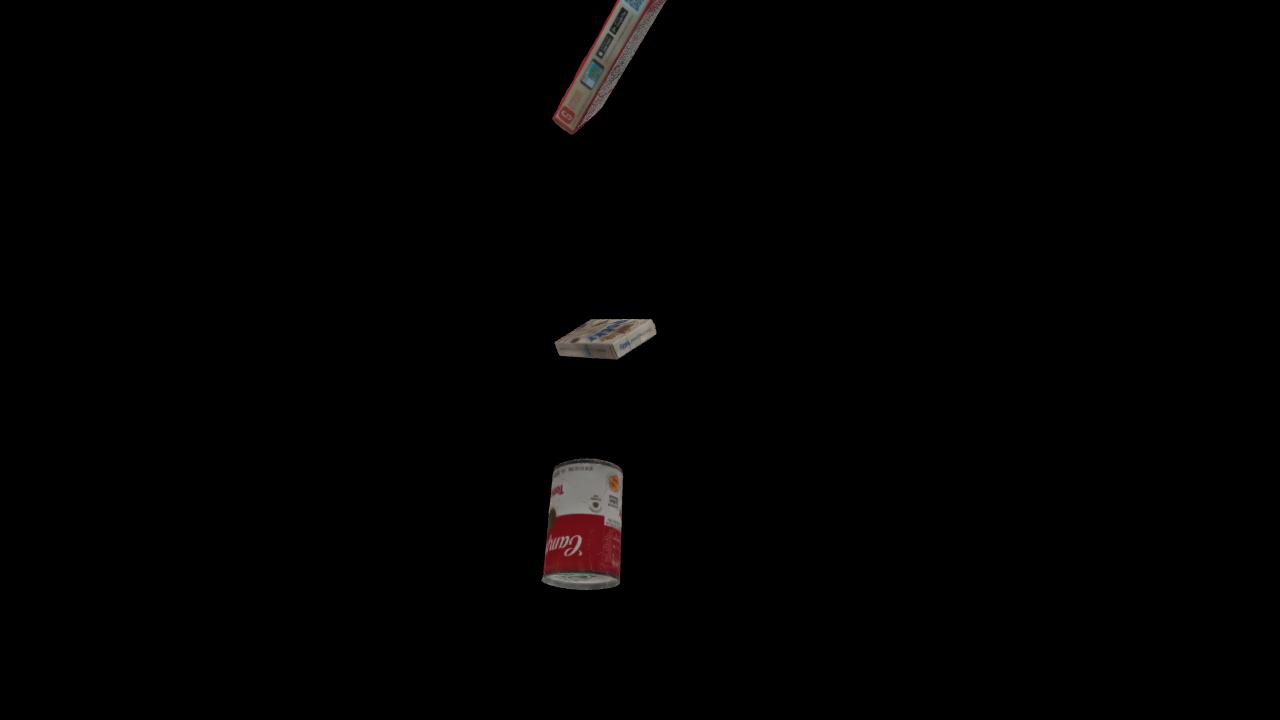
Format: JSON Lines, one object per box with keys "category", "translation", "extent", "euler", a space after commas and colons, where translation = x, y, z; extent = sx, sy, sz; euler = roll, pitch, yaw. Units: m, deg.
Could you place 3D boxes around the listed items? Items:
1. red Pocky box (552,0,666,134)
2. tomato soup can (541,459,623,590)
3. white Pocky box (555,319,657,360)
{"category": "red Pocky box", "translation": [-0.023, -0.288, 0.568], "extent": [0.028, 0.083, 0.155], "euler": [37, -49, -9]}
{"category": "tomato soup can", "translation": [-0.049, 0.146, 0.549], "extent": [0.068, 0.101, 0.068], "euler": [1, -31, 1]}
{"category": "white Pocky box", "translation": [-0.055, -0.033, 0.929], "extent": [0.084, 0.028, 0.154], "euler": [-34, 23, -33]}
